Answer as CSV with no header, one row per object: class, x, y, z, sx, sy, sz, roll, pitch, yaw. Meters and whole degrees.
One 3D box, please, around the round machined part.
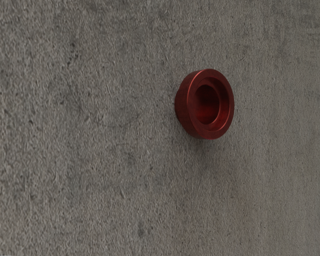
round machined part,0.059,-0.033,0.442,0.099,0.042,0.097,0,90,-40
